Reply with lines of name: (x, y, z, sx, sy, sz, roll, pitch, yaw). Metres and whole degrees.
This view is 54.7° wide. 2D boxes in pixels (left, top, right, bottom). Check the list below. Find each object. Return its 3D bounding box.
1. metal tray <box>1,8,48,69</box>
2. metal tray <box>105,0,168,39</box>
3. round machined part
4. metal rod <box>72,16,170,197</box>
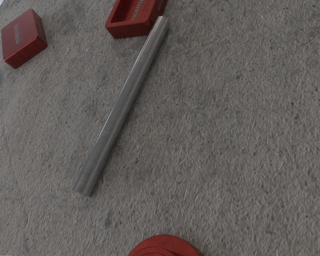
metal tray: (-0.300, -0.198, 0.680, 0.090, 0.030, 0.130, -32, 52, 7)
metal tray: (-0.036, -0.222, 0.555, 0.090, 0.030, 0.130, 3, 63, 29)
round machined part: (0.000, 0.153, 0.299, 0.098, 0.042, 0.098, -13, 56, 21)
metal rod: (-0.049, -0.044, 0.456, 0.025, 0.025, 0.300, 10, 66, 32)
